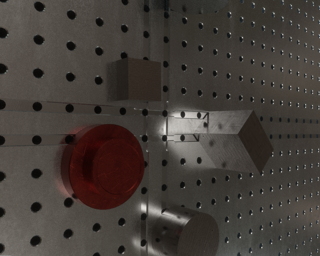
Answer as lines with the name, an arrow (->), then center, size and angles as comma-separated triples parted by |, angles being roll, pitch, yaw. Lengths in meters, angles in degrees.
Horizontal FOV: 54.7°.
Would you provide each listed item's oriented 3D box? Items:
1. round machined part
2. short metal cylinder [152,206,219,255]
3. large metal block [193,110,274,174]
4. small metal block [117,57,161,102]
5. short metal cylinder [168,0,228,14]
round machined part -> -0.057, 0.044, 0.352 | 0.099, 0.042, 0.097 | 0, 90, -40
short metal cylinder -> 0.036, 0.152, 0.426 | 0.081, 0.050, 0.079 | 0, 90, -40
large metal block -> 0.112, 0.020, 0.470 | 0.050, 0.080, 0.080 | -51, 120, -28
small metal block -> -0.026, -0.059, 0.389 | 0.050, 0.025, 0.050 | -1, 91, -40
short metal cylinder -> 0.051, -0.193, 0.418 | 0.081, 0.080, 0.050 | -1, 91, -40
